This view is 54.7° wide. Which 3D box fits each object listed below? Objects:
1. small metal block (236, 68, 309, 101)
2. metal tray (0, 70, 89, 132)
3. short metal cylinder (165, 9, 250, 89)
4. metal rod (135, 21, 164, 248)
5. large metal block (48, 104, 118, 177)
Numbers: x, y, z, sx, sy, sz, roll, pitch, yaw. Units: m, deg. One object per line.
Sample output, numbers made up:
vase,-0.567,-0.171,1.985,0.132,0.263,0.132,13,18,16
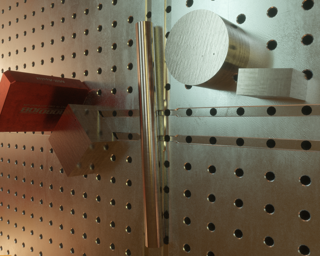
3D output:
small metal block,0.110,-0.042,0.302,0.050,0.050,0.025,8,96,39
metal tray,-0.189,-0.038,0.493,0.030,0.131,0.089,45,117,30
short metal cylinder,0.053,-0.085,0.348,0.080,0.050,0.079,0,90,39
metal rod,-0.014,0.007,0.418,0.025,0.025,0.298,-5,87,39
large metal block,-0.125,0.019,0.493,0.080,0.050,0.080,-52,60,27
